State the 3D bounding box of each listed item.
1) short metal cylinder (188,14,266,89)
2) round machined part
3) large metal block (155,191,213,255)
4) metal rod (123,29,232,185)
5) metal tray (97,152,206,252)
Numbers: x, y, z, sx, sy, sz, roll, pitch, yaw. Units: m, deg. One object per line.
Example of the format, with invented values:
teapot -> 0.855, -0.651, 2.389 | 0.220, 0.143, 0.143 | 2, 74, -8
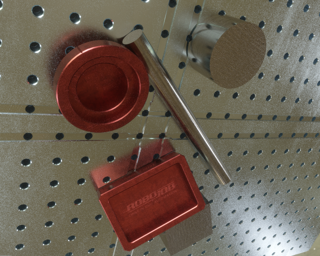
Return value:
short metal cylinder -> 0.082, -0.095, 0.383 | 0.081, 0.050, 0.079 | -14, 124, -21
round machined part -> -0.065, -0.047, 0.337 | 0.099, 0.042, 0.097 | -14, 125, -21
large metal block -> 0.037, 0.150, 0.510 | 0.081, 0.050, 0.080 | -22, 127, -15
metal rod -> 0.040, -0.007, 0.430 | 0.025, 0.025, 0.300 | -39, 130, -2
metal tray -> -0.011, 0.102, 0.441 | 0.131, 0.030, 0.090 | -26, 100, -13
